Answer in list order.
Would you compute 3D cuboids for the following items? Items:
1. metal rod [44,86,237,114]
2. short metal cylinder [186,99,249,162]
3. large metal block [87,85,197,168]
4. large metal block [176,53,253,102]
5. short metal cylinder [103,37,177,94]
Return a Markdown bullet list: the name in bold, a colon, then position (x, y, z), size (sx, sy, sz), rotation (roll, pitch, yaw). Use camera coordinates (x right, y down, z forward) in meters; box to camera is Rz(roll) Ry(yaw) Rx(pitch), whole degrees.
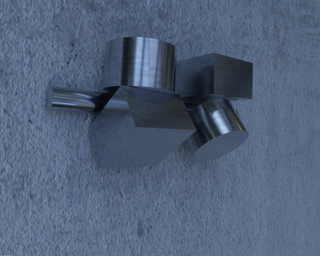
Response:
- **metal rod**: position (0.003, -0.025, 0.411), size (0.302, 0.025, 0.025), rotation (3, 88, -40)
- **short metal cylinder**: position (0.073, 0.005, 0.423), size (0.081, 0.080, 0.050), rotation (2, 54, -40)
- **large metal block**: position (-0.022, 0.002, 0.344), size (0.081, 0.080, 0.050), rotation (3, 54, -40)
- **large metal block**: position (0.070, -0.065, 0.428), size (0.081, 0.080, 0.050), rotation (2, 89, -40)
- **short metal cylinder**: position (-0.022, -0.066, 0.351), size (0.081, 0.080, 0.050), rotation (4, 88, -40)
